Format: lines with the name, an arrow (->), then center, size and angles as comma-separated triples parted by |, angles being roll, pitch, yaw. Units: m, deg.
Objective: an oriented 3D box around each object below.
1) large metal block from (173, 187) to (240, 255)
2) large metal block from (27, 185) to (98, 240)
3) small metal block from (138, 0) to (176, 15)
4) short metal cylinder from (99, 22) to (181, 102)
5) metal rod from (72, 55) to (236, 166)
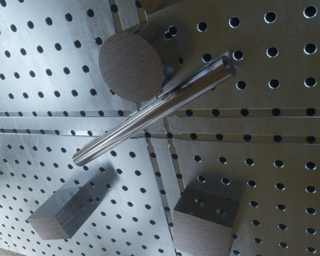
large metal block -> 0.066, 0.141, 0.447 | 0.080, 0.050, 0.079 | 13, 124, 21
large metal block -> -0.175, 0.153, 0.560 | 0.080, 0.080, 0.050 | -16, 110, 34
small metal block -> -0.007, -0.146, 0.308 | 0.025, 0.050, 0.050 | -28, 103, 37
short metal cylinder -> -0.023, -0.076, 0.359 | 0.080, 0.050, 0.079 | 13, 124, 20
metal rod -> -0.030, -0.007, 0.420 | 0.299, 0.025, 0.025 | -30, 102, 37
